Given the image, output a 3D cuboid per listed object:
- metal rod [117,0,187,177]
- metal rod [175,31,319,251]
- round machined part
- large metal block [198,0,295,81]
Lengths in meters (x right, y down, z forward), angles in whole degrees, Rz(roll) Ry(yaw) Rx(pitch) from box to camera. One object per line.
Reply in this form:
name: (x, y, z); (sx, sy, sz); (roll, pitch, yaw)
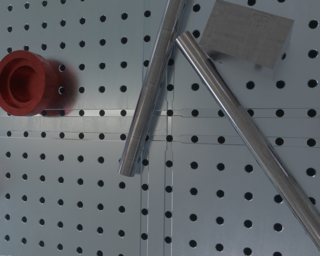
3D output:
metal rod: (-0.004, -0.079, 0.413); (0.025, 0.025, 0.298); (19, 96, 19)
metal rod: (0.109, 0.007, 0.374); (0.025, 0.025, 0.299); (-36, 79, 16)
round machined part: (-0.201, -0.066, 0.474); (0.098, 0.042, 0.097); (0, 90, 19)
large metal block: (0.098, -0.096, 0.349); (0.080, 0.080, 0.050); (24, 98, 18)
